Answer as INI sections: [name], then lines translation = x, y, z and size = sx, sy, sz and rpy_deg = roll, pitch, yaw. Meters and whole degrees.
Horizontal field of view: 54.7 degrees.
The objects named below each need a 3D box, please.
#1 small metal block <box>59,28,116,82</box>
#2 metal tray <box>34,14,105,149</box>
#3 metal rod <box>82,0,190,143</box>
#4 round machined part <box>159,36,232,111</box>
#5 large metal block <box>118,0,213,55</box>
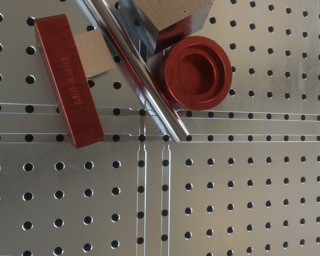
[small metal block]
translation = -0.089, -0.086, 0.373
size = 0.050, 0.025, 0.050
rpy_deg = -30, 102, -32
[metal tray]
translation = -0.101, -0.046, 0.341
size = 0.030, 0.090, 0.129
rpy_deg = -19, 97, -19
[metal rod]
translation = -0.050, -0.110, 0.394
size = 0.025, 0.025, 0.299
rpy_deg = -37, 102, -17
[round machined part]
translation = 0.045, -0.071, 0.421
size = 0.099, 0.042, 0.097
rpy_deg = 0, 90, -21
[large metal block]
translation = 0.005, -0.152, 0.388
size = 0.080, 0.050, 0.080
rpy_deg = -33, 79, -17
